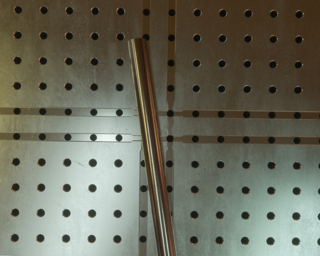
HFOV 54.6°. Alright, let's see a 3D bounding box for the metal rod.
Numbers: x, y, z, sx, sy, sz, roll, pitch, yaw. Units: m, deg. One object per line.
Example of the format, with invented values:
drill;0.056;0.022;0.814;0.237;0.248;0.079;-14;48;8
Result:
metal rod;-0.010;0.032;0.413;0.025;0.025;0.298;-8;90;0
